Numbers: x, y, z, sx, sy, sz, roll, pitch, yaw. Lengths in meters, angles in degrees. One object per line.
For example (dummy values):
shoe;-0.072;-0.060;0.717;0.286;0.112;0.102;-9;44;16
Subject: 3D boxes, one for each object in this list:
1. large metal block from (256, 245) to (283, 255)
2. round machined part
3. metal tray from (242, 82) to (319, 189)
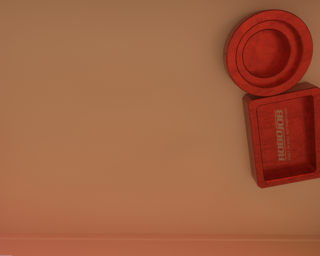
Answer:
large metal block;0.178;0.250;0.495;0.080;0.050;0.080;-37;107;12
round machined part;0.124;-0.090;0.371;0.099;0.042;0.097;0;110;-1
metal tray;0.166;0.012;0.415;0.090;0.030;0.129;-12;110;3
